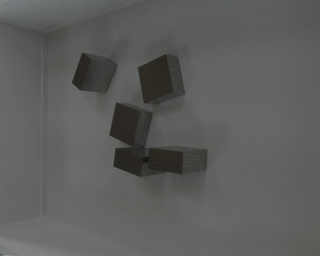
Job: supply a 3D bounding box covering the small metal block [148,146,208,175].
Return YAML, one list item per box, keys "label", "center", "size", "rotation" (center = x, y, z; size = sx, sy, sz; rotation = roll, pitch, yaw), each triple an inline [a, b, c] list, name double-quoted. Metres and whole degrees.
- label: "small metal block"
  center: [0.022, 0.037, 0.373]
  size: [0.050, 0.050, 0.025]
  rotation: [4, 92, 40]

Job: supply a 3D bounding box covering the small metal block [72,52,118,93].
- label: "small metal block"
  center: [-0.099, -0.083, 0.473]
  size: [0.025, 0.050, 0.050]
  rotation: [39, 114, 33]

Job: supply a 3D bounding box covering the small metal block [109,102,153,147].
- label: "small metal block"
  center: [-0.042, -0.006, 0.442]
  size: [0.050, 0.025, 0.050]
  rotation: [22, 104, 38]

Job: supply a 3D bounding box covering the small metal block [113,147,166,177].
- label: "small metal block"
  center: [-0.025, 0.043, 0.411]
  size: [0.050, 0.050, 0.025]
  rotation: [13, 99, 39]

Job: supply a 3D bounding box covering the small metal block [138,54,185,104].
- label: "small metal block"
  center: [0.001, -0.062, 0.406]
  size: [0.050, 0.025, 0.050]
  rotation: [-16, 80, 39]
